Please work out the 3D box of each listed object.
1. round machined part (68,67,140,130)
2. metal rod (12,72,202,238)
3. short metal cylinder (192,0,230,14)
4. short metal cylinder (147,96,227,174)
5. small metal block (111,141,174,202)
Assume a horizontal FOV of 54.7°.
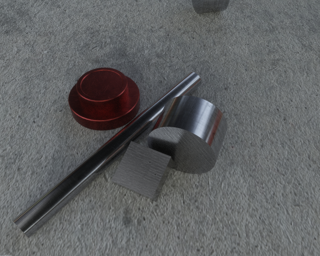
[{"bbox_3d":[-0.078,-0.047,0.431,0.099,0.042,0.098,0,50,0],"label":"round machined part"},{"bbox_3d":[-0.045,0.015,0.389,0.025,0.025,0.301,33,57,24],"label":"metal rod"},{"bbox_3d":[0.094,-0.262,0.588,0.050,0.080,0.080,-10,51,-8],"label":"short metal cylinder"},{"bbox_3d":[0.032,0.009,0.360,0.080,0.080,0.050,17,52,14],"label":"short metal cylinder"},{"bbox_3d":[-0.019,0.049,0.352,0.050,0.025,0.050,20,72,16],"label":"small metal block"}]
